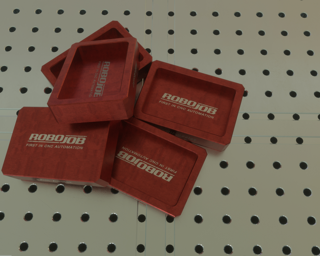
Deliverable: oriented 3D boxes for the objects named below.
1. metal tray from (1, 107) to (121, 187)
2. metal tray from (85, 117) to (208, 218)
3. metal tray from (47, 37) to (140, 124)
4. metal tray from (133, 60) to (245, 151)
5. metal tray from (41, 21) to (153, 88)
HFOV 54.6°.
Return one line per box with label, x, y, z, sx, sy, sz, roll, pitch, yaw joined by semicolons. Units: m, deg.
metal tray;-0.121;0.021;0.383;0.130;0.030;0.090;2;70;15
metal tray;-0.018;0.045;0.392;0.130;0.030;0.090;24;72;8
metal tray;-0.076;-0.063;0.386;0.090;0.030;0.130;-4;46;6
metal tray;0.039;-0.031;0.419;0.130;0.030;0.090;17;71;6
metal tray;-0.086;-0.084;0.438;0.130;0.030;0.090;-38;74;-13
